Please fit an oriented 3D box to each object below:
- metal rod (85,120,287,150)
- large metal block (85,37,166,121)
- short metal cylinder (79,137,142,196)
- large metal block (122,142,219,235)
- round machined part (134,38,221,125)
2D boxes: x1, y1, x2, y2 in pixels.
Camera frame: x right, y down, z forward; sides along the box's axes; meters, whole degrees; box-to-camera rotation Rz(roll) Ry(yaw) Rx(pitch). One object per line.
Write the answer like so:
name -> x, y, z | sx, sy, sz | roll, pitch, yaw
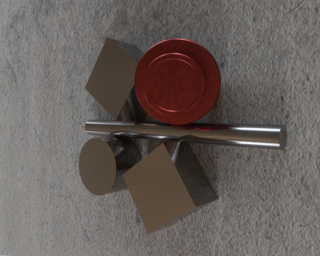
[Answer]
metal rod -> 0.006, 0.004, 0.401 | 0.300, 0.025, 0.025 | 3, 92, 39
large metal block -> -0.048, -0.065, 0.424 | 0.080, 0.050, 0.080 | 44, 116, 31
short metal cylinder -> -0.072, 0.053, 0.447 | 0.080, 0.050, 0.079 | 0, 90, 39
large metal block -> 0.011, 0.071, 0.379 | 0.080, 0.050, 0.080 | -40, 66, 32
round machined part -> 0.018, -0.050, 0.348 | 0.098, 0.042, 0.097 | 3, 105, 11
